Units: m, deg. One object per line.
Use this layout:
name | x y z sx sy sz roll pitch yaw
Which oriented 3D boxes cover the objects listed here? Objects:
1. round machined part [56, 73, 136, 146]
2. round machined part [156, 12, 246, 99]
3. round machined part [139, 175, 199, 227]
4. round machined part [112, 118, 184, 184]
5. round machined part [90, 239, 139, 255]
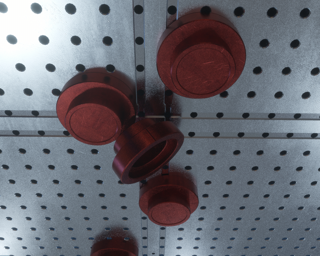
round machined part | -0.079 -0.016 0.386 0.099 0.042 0.097 -1 130 0
round machined part | 0.045 -0.071 0.341 0.099 0.042 0.097 -1 130 0
round machined part | 0.014 0.125 0.507 0.099 0.042 0.097 -1 130 0
round machined part | -0.020 0.025 0.400 0.099 0.042 0.098 -33 156 -16
round machined part | -0.094 0.271 0.630 0.099 0.042 0.097 -1 130 0
